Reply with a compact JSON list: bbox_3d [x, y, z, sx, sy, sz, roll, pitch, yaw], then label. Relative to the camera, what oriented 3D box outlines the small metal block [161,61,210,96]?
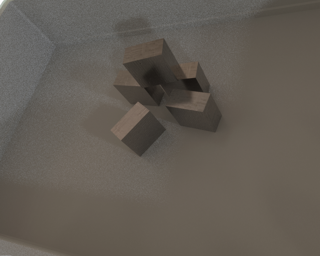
[{"bbox_3d":[0.033,-0.059,0.408,0.050,0.050,0.025,-3,61,26],"label":"small metal block"}]

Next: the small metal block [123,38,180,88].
[{"bbox_3d":[-0.009,-0.077,0.377,0.050,0.050,0.025,-8,59,23],"label":"small metal block"}]

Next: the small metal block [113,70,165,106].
[{"bbox_3d":[-0.029,-0.056,0.438,0.050,0.050,0.025,7,66,31],"label":"small metal block"}]

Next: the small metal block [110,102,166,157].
[{"bbox_3d":[-0.027,0.002,0.401,0.050,0.050,0.025,-47,52,-5],"label":"small metal block"}]

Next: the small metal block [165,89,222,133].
[{"bbox_3d":[0.042,-0.021,0.380,0.050,0.050,0.025,12,68,33],"label":"small metal block"}]
